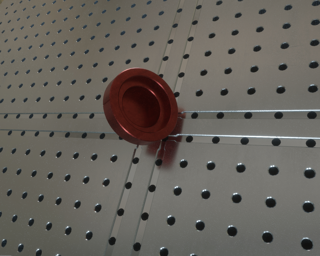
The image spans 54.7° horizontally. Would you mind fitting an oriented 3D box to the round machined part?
[{"bbox_3d":[-0.028,-0.025,0.401,0.042,0.099,0.098,-27,44,52],"label":"round machined part"}]
